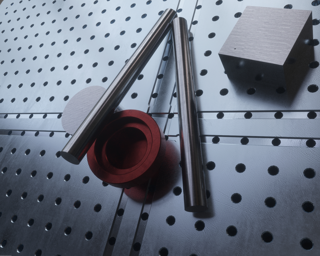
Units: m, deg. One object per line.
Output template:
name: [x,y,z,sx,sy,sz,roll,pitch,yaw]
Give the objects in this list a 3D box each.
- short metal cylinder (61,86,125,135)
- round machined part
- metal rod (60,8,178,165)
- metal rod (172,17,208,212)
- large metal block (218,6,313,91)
short metal cylinder: [-0.093,-0.014,0.448,0.080,0.050,0.080,-13,56,21]
round machined part: [-0.039,0.029,0.393,0.098,0.042,0.098,-8,63,16]
metal rod: [-0.042,-0.077,0.431,0.025,0.025,0.301,6,51,30]
metal rod: [0.035,-0.040,0.413,0.025,0.025,0.299,-15,56,20]
large metal block: [0.132,-0.101,0.384,0.080,0.050,0.080,21,73,35]
